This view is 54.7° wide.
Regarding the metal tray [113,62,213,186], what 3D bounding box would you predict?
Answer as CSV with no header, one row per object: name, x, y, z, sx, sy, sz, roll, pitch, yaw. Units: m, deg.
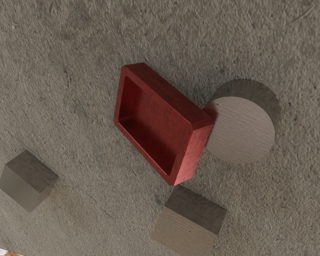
metal tray,-0.004,-0.007,0.364,0.130,0.030,0.089,44,135,34

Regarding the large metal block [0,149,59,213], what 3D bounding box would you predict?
large metal block,-0.249,0.101,0.584,0.080,0.050,0.080,40,129,1

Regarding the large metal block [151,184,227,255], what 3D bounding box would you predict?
large metal block,0.041,0.142,0.457,0.080,0.050,0.079,27,128,11

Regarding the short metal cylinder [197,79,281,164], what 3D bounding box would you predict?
short metal cylinder,0.087,-0.008,0.340,0.080,0.050,0.079,13,124,21
